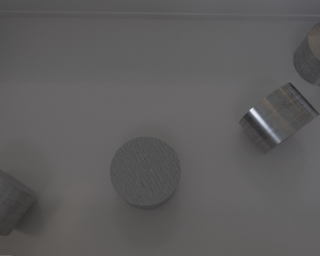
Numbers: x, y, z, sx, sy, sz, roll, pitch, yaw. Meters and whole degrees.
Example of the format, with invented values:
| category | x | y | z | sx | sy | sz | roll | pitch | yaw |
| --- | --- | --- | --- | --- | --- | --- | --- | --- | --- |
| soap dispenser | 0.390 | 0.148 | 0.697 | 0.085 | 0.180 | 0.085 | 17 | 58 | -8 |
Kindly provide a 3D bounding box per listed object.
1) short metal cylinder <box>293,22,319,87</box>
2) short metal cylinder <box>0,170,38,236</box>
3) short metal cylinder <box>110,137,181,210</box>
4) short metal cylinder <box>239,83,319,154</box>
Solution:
| category | x | y | z | sx | sy | sz | roll | pitch | yaw |
| --- | --- | --- | --- | --- | --- | --- | --- | --- | --- |
| short metal cylinder | 0.238 | -0.105 | 0.436 | 0.081 | 0.050 | 0.080 | 0 | 70 | 0 |
| short metal cylinder | -0.189 | 0.078 | 0.351 | 0.080 | 0.080 | 0.050 | 30 | 73 | 10 |
| short metal cylinder | -0.017 | 0.056 | 0.376 | 0.081 | 0.050 | 0.080 | 0 | 70 | 0 |
| short metal cylinder | 0.147 | -0.011 | 0.385 | 0.080 | 0.080 | 0.050 | -33 | 73 | -11 |
